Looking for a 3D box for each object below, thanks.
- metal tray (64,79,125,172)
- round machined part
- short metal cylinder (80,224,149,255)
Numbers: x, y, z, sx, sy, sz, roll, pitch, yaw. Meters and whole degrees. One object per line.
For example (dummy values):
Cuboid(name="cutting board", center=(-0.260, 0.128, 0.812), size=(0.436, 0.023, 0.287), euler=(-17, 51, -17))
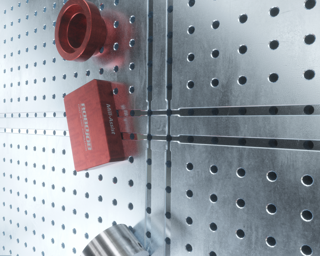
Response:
Cuboid(name="metal tray", center=(-0.108, -0.002, 0.495), size=(0.090, 0.030, 0.129), euler=(-20, 78, 38))
Cuboid(name="round machined part", center=(-0.125, -0.155, 0.501), size=(0.098, 0.042, 0.097), euler=(0, 90, 40))
Cuboid(name="short metal cylinder", center=(-0.062, 0.180, 0.425), size=(0.050, 0.081, 0.079), euler=(41, 115, 32))
